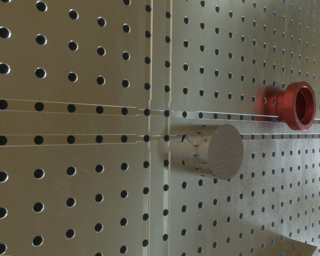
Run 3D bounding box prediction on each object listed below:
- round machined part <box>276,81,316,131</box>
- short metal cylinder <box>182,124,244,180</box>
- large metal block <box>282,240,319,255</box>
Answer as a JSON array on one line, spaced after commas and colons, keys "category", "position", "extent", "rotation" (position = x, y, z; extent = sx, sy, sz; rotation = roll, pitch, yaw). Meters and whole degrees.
[{"category": "round machined part", "position": [0.272, -0.044, 0.626], "extent": [0.099, 0.042, 0.097], "rotation": [0, 90, -40]}, {"category": "short metal cylinder", "position": [0.079, 0.034, 0.459], "extent": [0.081, 0.050, 0.080], "rotation": [0, 90, -40]}, {"category": "large metal block", "position": [0.289, 0.294, 0.635], "extent": [0.081, 0.050, 0.080], "rotation": [-32, 110, -35]}]
